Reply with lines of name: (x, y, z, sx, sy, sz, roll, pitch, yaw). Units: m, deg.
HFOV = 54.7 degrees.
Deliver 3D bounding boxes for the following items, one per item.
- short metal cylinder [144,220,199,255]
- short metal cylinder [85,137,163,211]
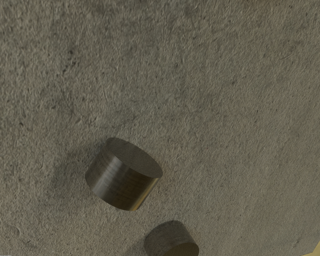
short metal cylinder: (0.019, 0.206, 0.528, 0.081, 0.050, 0.079, -14, 124, -21)
short metal cylinder: (-0.044, 0.055, 0.381, 0.080, 0.080, 0.050, 25, 105, -37)
